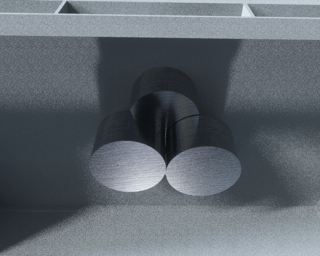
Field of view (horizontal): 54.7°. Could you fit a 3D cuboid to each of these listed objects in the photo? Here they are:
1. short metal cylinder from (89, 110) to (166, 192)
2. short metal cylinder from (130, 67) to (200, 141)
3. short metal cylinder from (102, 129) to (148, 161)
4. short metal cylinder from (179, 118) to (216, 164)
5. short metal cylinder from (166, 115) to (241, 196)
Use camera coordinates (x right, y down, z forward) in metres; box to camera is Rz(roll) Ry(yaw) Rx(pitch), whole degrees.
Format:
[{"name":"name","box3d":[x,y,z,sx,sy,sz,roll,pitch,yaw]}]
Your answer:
[{"name":"short metal cylinder","box3d":[-0.034,0.027,0.347,0.081,0.050,0.079,0,130,0]},{"name":"short metal cylinder","box3d":[0.005,-0.025,0.370,0.081,0.050,0.079,0,130,0]},{"name":"short metal cylinder","box3d":[-0.040,0.026,0.412,0.081,0.050,0.079,0,130,0]},{"name":"short metal cylinder","box3d":[0.042,0.030,0.416,0.081,0.050,0.079,0,130,0]},{"name":"short metal cylinder","box3d":[0.047,0.032,0.351,0.081,0.050,0.079,0,130,0]}]
